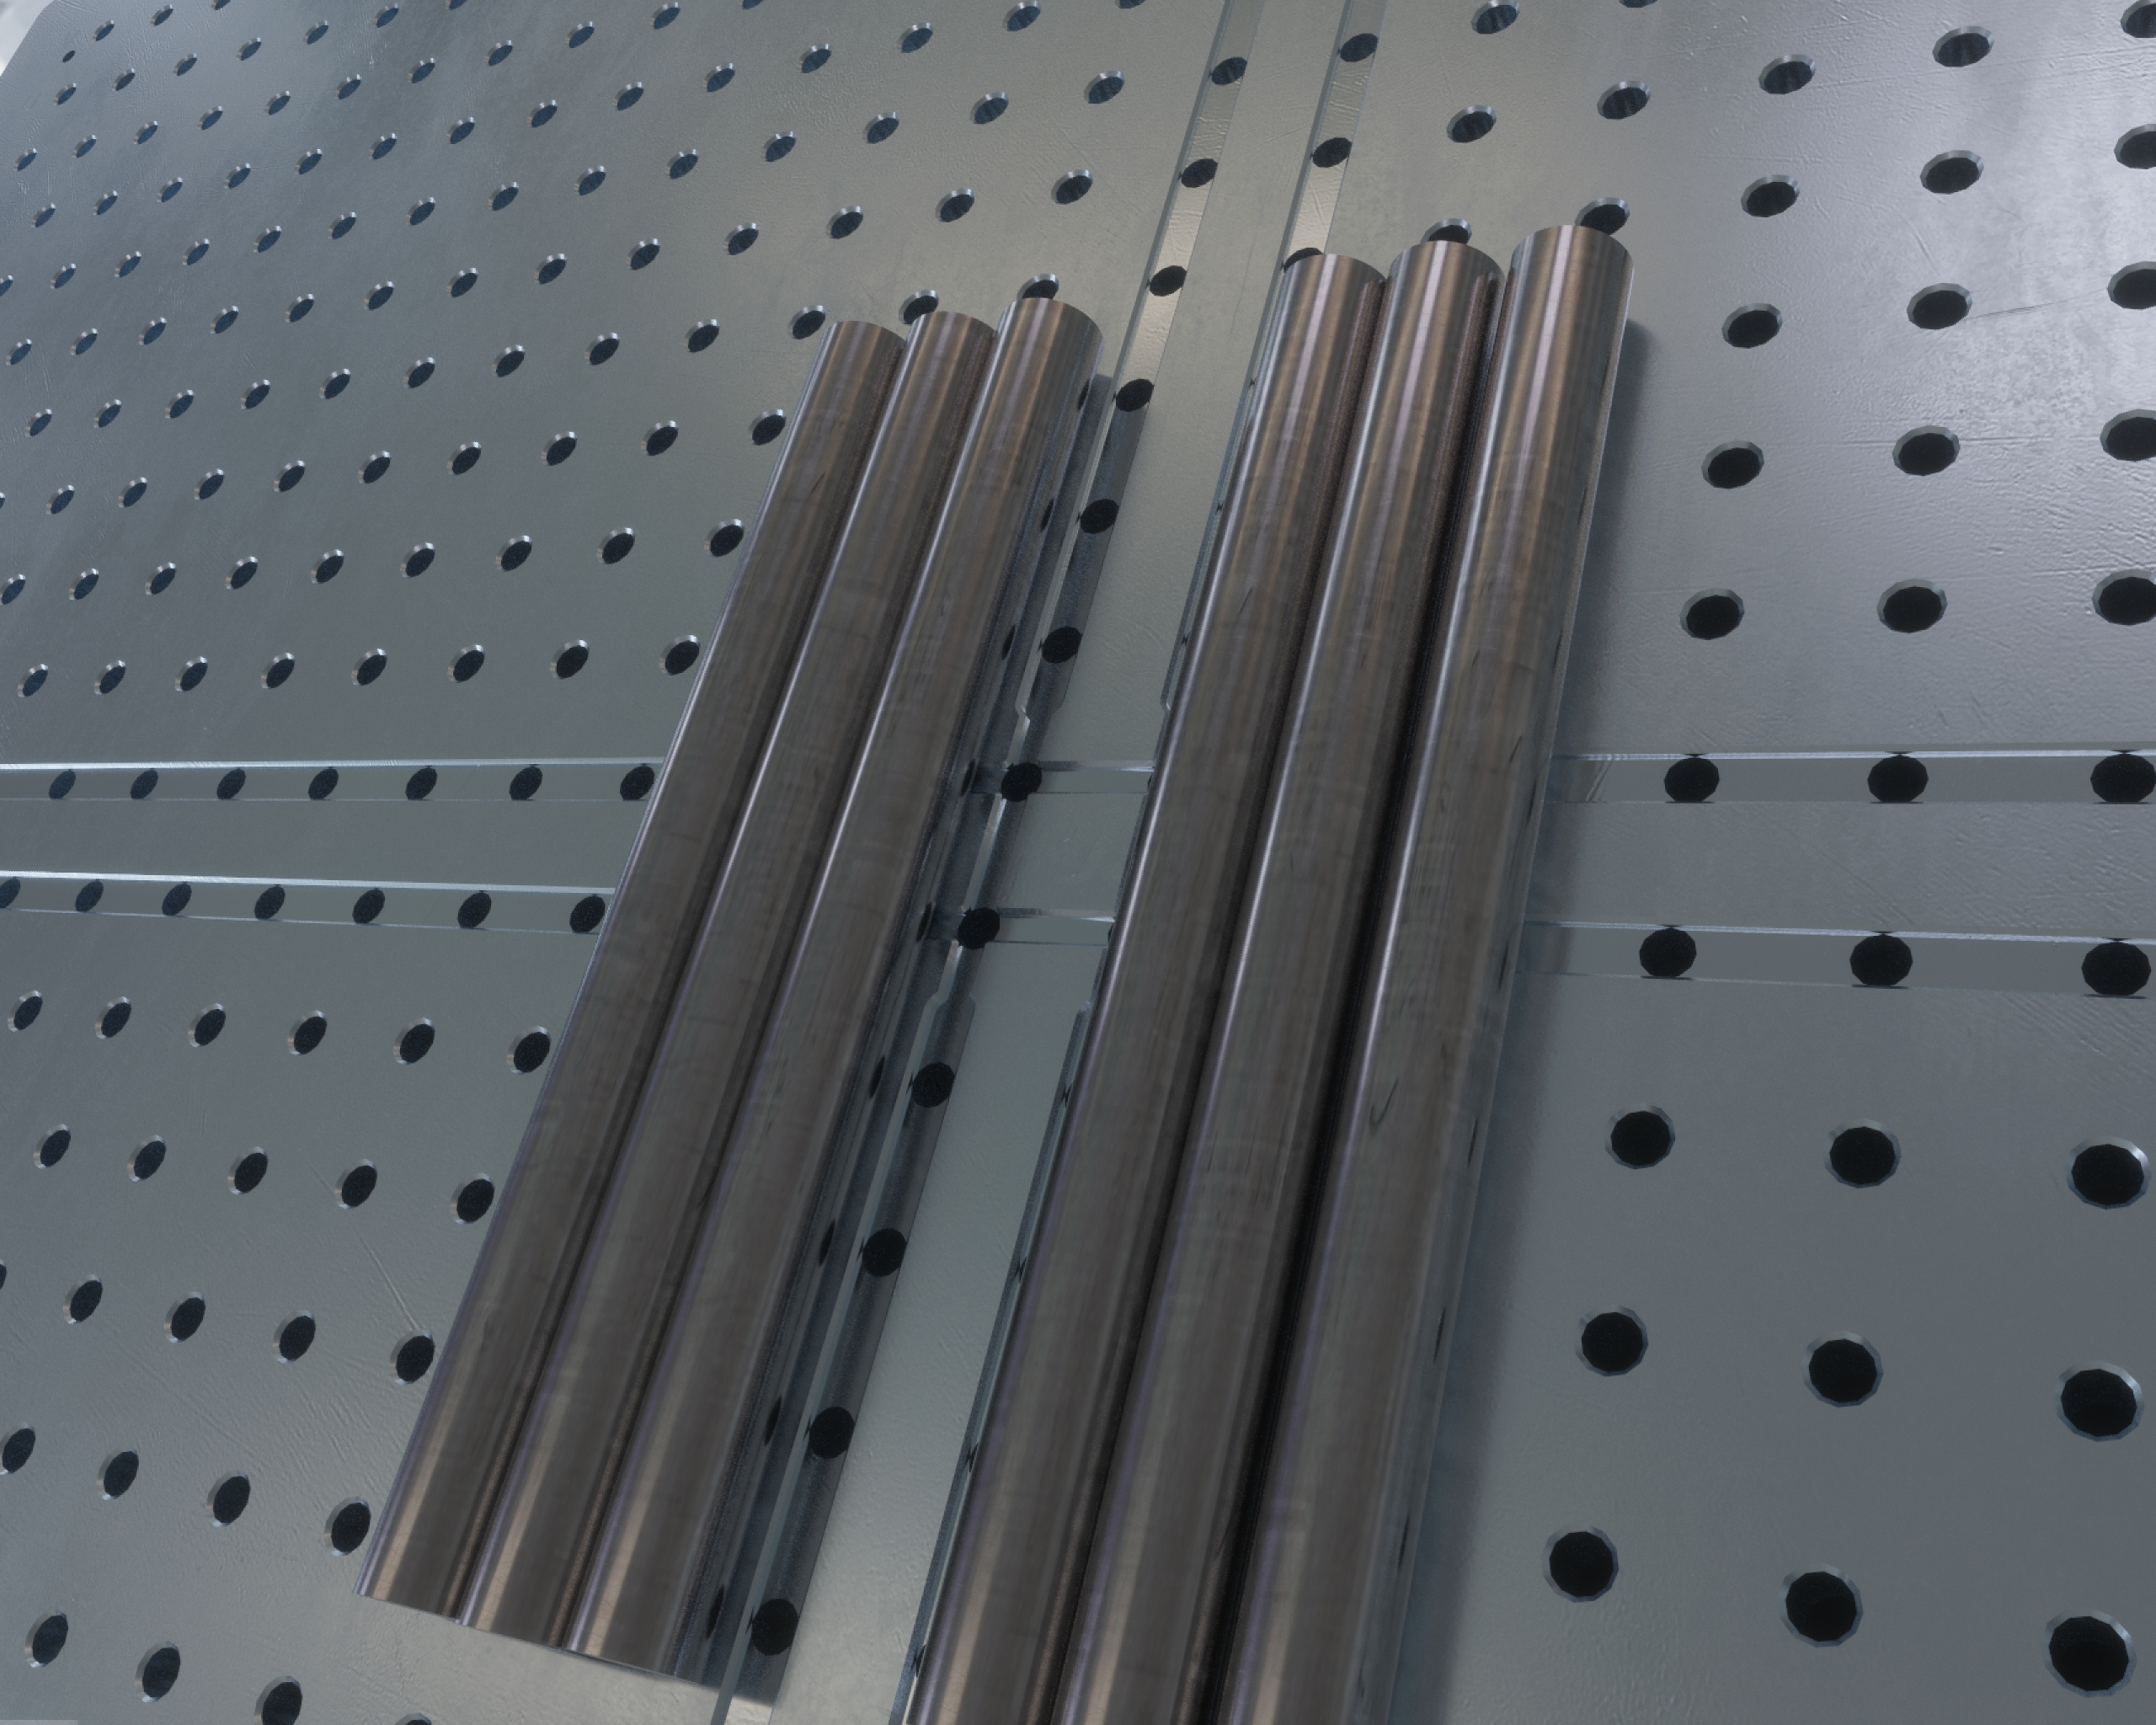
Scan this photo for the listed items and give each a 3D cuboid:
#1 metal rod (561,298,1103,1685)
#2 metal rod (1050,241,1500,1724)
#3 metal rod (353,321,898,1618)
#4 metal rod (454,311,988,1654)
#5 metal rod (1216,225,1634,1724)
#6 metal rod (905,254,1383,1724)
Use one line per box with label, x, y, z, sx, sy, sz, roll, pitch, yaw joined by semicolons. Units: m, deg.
metal rod;-0.042;0.008;0.426;0.025;0.025;0.300;1;62;29
metal rod;0.042;0.009;0.381;0.025;0.025;0.300;1;62;29
metal rod;-0.087;0.007;0.450;0.025;0.025;0.300;1;62;29
metal rod;-0.064;0.008;0.437;0.025;0.025;0.300;1;62;29
metal rod;0.066;0.009;0.368;0.025;0.025;0.300;1;62;29
metal rod;0.021;0.008;0.393;0.025;0.025;0.300;1;62;29
